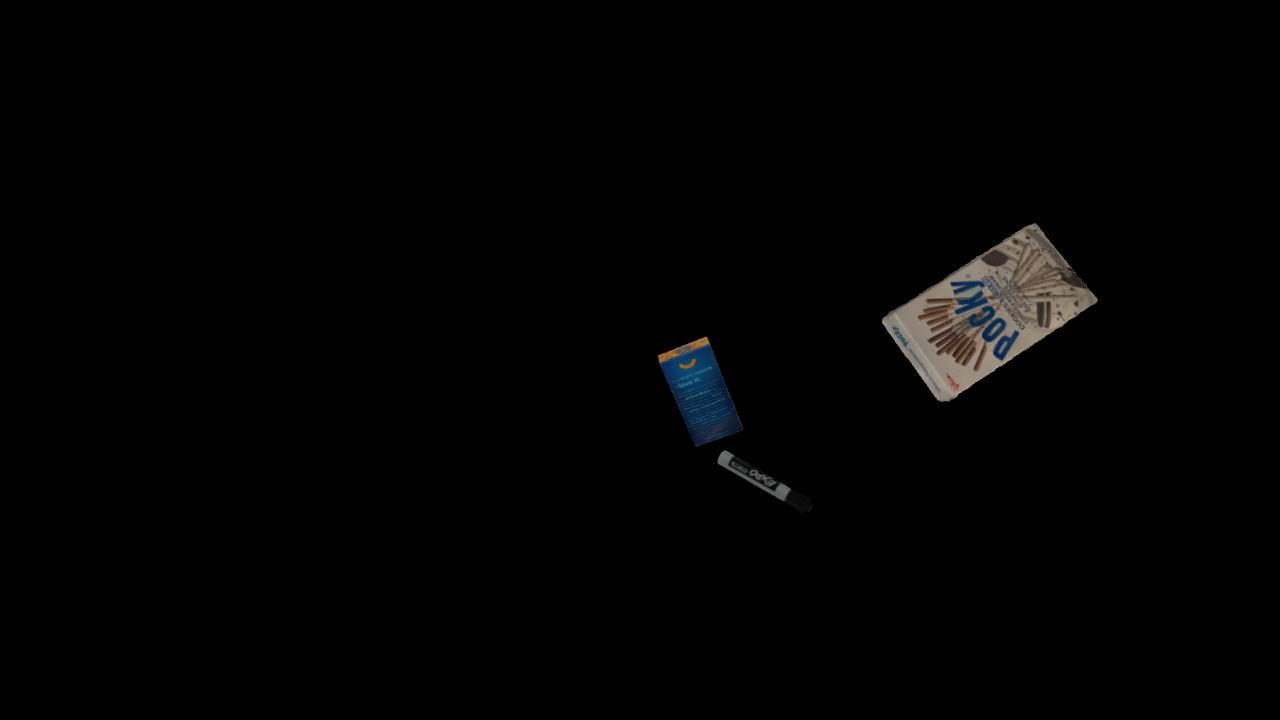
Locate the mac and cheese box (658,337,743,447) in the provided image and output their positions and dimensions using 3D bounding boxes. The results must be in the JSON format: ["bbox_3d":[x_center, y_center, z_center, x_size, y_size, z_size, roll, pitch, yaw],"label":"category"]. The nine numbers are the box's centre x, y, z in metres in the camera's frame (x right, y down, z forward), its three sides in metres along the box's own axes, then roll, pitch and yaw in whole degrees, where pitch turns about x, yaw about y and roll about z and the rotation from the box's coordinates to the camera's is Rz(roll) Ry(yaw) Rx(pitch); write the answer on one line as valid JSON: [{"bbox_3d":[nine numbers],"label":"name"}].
[{"bbox_3d":[0.107,0.058,1.070,0.093,0.184,0.041,-20,26,8],"label":"mac and cheese box"}]

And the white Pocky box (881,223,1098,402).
[{"bbox_3d":[0.285,-0.041,0.505,0.154,0.084,0.028,-31,-9,-9],"label":"white Pocky box"}]

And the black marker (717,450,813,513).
[{"bbox_3d":[0.143,0.141,0.709,0.121,0.020,0.020,28,16,33],"label":"black marker"}]
